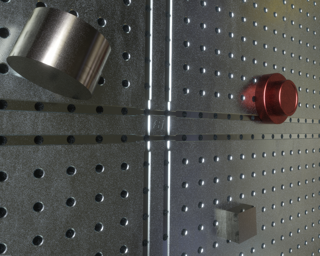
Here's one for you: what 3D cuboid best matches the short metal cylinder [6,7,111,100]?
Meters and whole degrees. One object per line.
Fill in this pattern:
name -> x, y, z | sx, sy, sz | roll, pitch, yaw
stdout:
short metal cylinder -> -0.094, -0.067, 0.295 | 0.080, 0.080, 0.050 | 30, 71, -36

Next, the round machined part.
round machined part -> 0.226, -0.056, 0.587 | 0.099, 0.042, 0.097 | -1, 91, -40

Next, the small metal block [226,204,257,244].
small metal block -> 0.138, 0.161, 0.526 | 0.050, 0.025, 0.050 | -5, 94, -40
